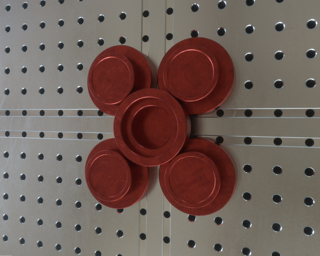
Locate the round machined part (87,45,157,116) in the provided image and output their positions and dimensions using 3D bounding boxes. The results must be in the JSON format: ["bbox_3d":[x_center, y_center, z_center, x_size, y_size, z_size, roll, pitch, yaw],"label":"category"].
[{"bbox_3d":[-0.058,-0.064,0.422,0.098,0.042,0.097,0,90,19],"label":"round machined part"}]

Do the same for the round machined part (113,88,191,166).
[{"bbox_3d":[-0.007,-0.001,0.403,0.098,0.042,0.097,0,90,19],"label":"round machined part"}]

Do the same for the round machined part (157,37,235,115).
[{"bbox_3d":[0.043,-0.065,0.387,0.098,0.042,0.097,0,90,19],"label":"round machined part"}]

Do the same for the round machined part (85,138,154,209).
[{"bbox_3d":[-0.061,0.063,0.424,0.098,0.042,0.097,0,90,19],"label":"round machined part"}]

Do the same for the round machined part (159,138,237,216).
[{"bbox_3d":[0.044,0.062,0.387,0.098,0.042,0.097,0,90,19],"label":"round machined part"}]
